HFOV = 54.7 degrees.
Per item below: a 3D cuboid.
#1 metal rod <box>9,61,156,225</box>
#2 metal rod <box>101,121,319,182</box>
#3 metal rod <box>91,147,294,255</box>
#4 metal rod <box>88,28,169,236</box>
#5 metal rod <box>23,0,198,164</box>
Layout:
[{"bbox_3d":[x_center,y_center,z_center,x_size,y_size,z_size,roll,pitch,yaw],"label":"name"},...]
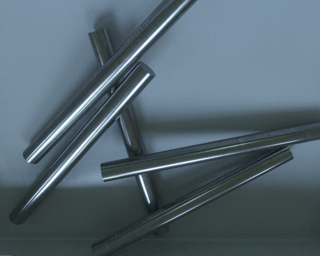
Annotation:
[{"bbox_3d":[-0.113,0.032,0.404,0.025,0.025,0.299,39,111,-14],"label":"metal rod"},{"bbox_3d":[0.075,0.029,0.407,0.302,0.025,0.025,-11,110,-3],"label":"metal rod"},{"bbox_3d":[0.043,0.103,0.429,0.301,0.025,0.025,-28,108,1],"label":"metal rod"},{"bbox_3d":[-0.036,0.019,0.418,0.025,0.025,0.298,-14,110,5],"label":"metal rod"},{"bbox_3d":[-0.071,-0.051,0.366,0.025,0.025,0.299,43,114,-15],"label":"metal rod"}]
